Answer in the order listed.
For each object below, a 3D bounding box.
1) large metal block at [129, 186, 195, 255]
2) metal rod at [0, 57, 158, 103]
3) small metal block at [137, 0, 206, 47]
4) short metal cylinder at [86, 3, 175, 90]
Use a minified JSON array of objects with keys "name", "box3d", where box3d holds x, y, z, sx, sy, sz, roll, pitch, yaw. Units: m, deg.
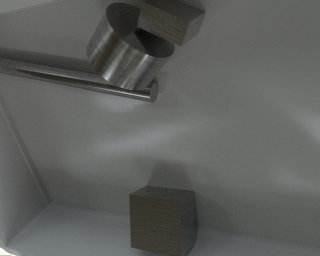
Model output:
[{"name":"large metal block","box3d":[0.004,0.134,0.454,0.080,0.050,0.079,1,95,27]},{"name":"metal rod","box3d":[-0.145,-0.074,0.436,0.301,0.025,0.025,13,124,20]},{"name":"small metal block","box3d":[0.012,-0.111,0.316,0.050,0.050,0.025,27,128,11]},{"name":"short metal cylinder","box3d":[-0.032,-0.087,0.334,0.080,0.080,0.050,42,129,-1]}]
